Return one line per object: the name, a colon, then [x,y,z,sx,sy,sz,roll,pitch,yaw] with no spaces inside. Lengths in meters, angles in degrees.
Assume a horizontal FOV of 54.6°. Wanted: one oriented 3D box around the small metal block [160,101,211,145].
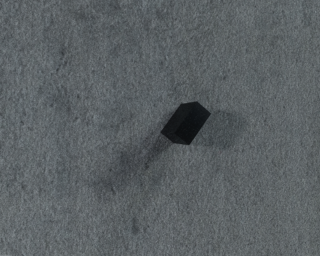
small metal block: [0.033,-0.006,0.407,0.025,0.050,0.050,40,78,-16]
